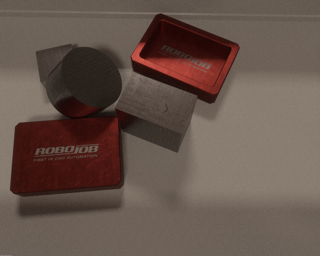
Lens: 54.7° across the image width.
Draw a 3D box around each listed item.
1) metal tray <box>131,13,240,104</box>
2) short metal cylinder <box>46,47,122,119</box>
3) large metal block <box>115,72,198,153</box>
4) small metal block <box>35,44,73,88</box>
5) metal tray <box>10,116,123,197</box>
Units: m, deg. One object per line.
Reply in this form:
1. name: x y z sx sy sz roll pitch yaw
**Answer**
1. metal tray: 0.036 -0.101 0.444 0.130 0.030 0.090 25 72 8
2. short metal cylinder: -0.096 -0.055 0.395 0.081 0.050 0.080 16 64 -35
3. large metal block: -0.004 -0.016 0.386 0.080 0.080 0.050 21 72 7
4. small metal block: -0.144 -0.087 0.440 0.050 0.025 0.050 -14 71 -6
5. metal tray: -0.115 0.035 0.393 0.131 0.030 0.090 -4 70 -2
